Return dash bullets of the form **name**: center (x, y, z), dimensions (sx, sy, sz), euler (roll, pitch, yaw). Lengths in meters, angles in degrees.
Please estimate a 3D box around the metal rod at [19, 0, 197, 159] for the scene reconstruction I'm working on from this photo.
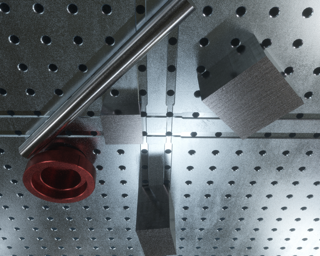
- **metal rod**: center (-0.080, -0.047, 0.370), dimensions (0.299, 0.025, 0.025), euler (-36, 121, 26)

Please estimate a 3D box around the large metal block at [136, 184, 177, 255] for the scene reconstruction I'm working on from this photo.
- **large metal block**: center (-0.005, 0.150, 0.504), dimensions (0.050, 0.080, 0.080), euler (-7, 130, 6)

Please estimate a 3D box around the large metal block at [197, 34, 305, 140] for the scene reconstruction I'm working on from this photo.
- **large metal block**: center (0.102, -0.044, 0.359), dimensions (0.080, 0.050, 0.080), euler (-36, 122, 26)

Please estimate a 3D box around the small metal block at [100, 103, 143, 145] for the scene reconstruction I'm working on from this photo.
- **small metal block**: center (-0.048, -0.005, 0.407), dimensions (0.050, 0.025, 0.050), euler (-1, 130, 1)

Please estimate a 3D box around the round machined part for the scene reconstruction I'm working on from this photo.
- **round machined part**: center (-0.142, 0.064, 0.451), dimensions (0.099, 0.042, 0.097), euler (-2, 133, -2)
